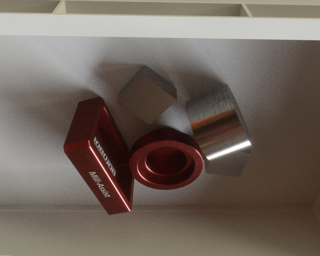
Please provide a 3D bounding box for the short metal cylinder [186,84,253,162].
[{"bbox_3d":[0.071,-0.006,0.367,0.050,0.080,0.080,-23,127,18],"label":"short metal cylinder"}]

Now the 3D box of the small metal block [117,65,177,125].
[{"bbox_3d":[-0.015,-0.039,0.373,0.050,0.025,0.050,34,123,-24],"label":"small metal block"}]

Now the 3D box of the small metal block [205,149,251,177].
[{"bbox_3d":[0.095,0.042,0.444,0.050,0.025,0.050,8,129,-6],"label":"small metal block"}]

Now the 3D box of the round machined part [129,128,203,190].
[{"bbox_3d":[0.008,0.038,0.427,0.099,0.042,0.097,-1,130,0],"label":"round machined part"}]

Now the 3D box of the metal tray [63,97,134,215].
[{"bbox_3d":[-0.069,0.037,0.395,0.030,0.090,0.129,-13,129,11],"label":"metal tray"}]
